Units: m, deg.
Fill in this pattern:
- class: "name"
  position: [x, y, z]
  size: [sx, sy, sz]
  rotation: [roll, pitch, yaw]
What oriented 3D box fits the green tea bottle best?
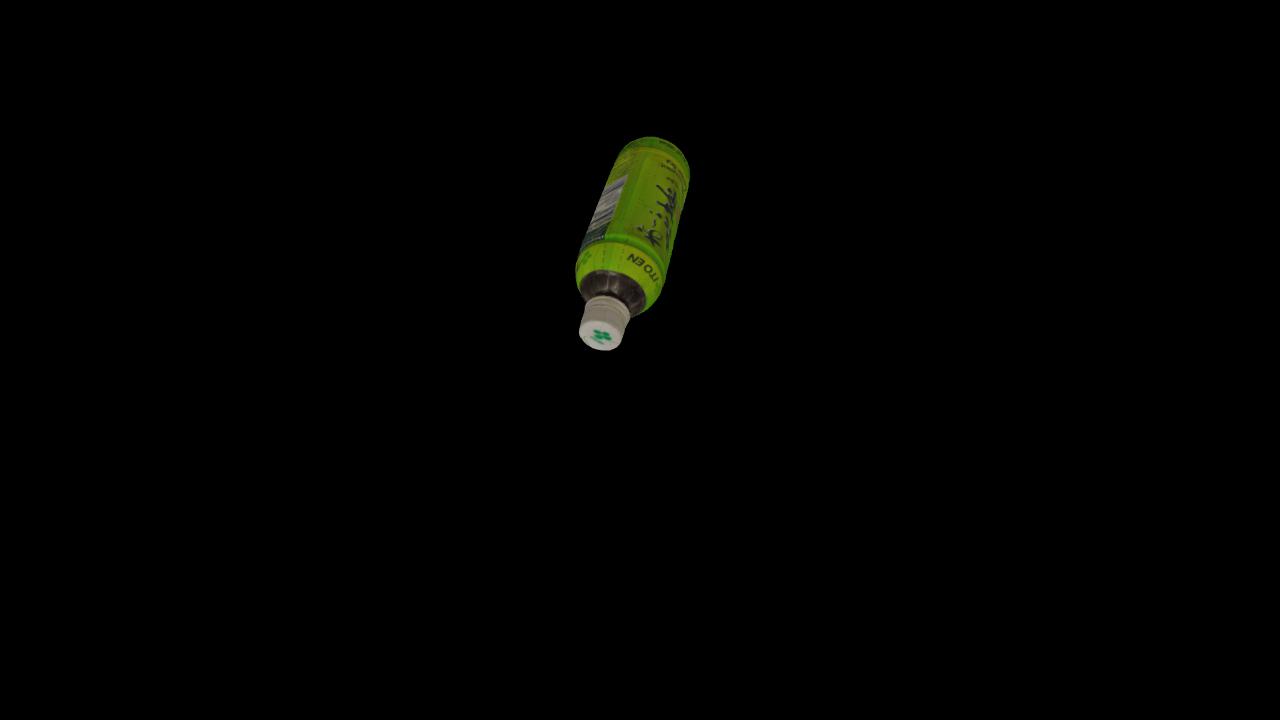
- class: "green tea bottle"
  position: [-0.008, -0.094, 0.487]
  size: [0.073, 0.212, 0.073]
  rotation: [10, -39, 8]
